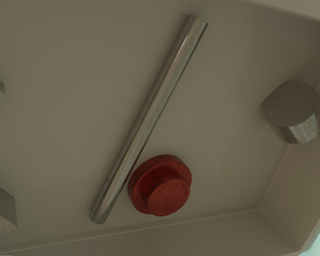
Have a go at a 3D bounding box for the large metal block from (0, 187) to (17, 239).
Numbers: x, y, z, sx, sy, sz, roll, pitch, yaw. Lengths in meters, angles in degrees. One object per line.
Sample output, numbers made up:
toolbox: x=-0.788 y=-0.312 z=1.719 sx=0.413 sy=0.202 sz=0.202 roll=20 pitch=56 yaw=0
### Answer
large metal block: x=-0.217 y=0.094 z=0.332 sx=0.080 sy=0.050 sz=0.080 roll=-35 pitch=129 yaw=-5

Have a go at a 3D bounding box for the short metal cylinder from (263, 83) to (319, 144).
short metal cylinder: x=0.206 y=-0.022 z=0.475 sx=0.080 sy=0.080 sz=0.050 roll=-45 pitch=130 yaw=3

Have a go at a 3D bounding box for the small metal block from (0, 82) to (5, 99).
small metal block: x=-0.184 y=-0.031 z=0.289 sx=0.050 sy=0.025 sz=0.050 roll=-49 pitch=129 yaw=6

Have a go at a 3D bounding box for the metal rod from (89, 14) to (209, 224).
metal rod: x=-0.022 y=0.001 z=0.398 sx=0.025 sy=0.025 sz=0.298 roll=16 pitch=110 yaw=-35

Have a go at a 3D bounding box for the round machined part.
round machined part: x=0.005 y=0.092 z=0.459 sx=0.099 sy=0.042 sz=0.097 roll=-14 pitch=125 yaw=-21
